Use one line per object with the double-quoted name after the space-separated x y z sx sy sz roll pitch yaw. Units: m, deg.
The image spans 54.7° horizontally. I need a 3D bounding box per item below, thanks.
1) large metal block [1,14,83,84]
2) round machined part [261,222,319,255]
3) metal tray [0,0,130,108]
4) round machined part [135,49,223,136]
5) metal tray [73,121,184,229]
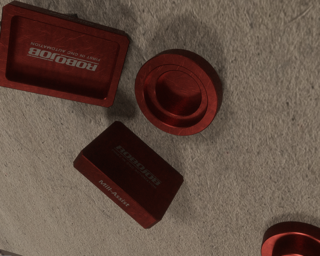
-0.147 -0.103 0.403 0.080 0.050 0.079 9 122 23 "large metal block"
0.183 0.174 0.407 0.098 0.042 0.097 13 124 20 "round machined part"
-0.109 -0.081 0.355 0.131 0.030 0.089 11 115 -18 "metal tray"
0.024 -0.043 0.356 0.098 0.042 0.097 13 124 20 "round machined part"
-0.038 0.060 0.420 0.130 0.090 0.030 41 129 -1 "metal tray"
